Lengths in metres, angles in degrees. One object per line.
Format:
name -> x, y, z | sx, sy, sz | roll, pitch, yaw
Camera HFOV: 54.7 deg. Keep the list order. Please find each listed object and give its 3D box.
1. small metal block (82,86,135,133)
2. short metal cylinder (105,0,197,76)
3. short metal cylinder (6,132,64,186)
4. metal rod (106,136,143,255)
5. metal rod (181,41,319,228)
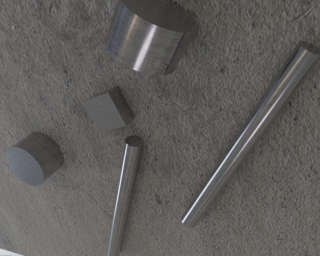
small metal block -> -0.071, -0.025, 0.429 | 0.050, 0.025, 0.050 | -15, 111, 34
short metal cylinder -> -0.010, -0.098, 0.316 | 0.080, 0.080, 0.050 | 33, 129, 6
short metal cylinder -> -0.216, 0.053, 0.538 | 0.080, 0.050, 0.079 | 13, 124, 21
metal rod -> -0.065, 0.135, 0.524 | 0.025, 0.025, 0.298 | 24, 127, 13
metal rod -> 0.092, 0.033, 0.378 | 0.025, 0.025, 0.298 | 31, 128, 8
